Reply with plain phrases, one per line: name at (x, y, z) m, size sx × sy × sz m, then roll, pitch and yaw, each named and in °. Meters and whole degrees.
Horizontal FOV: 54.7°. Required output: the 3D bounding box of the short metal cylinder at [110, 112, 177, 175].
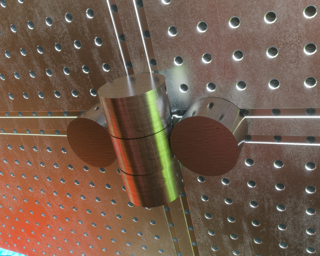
short metal cylinder at (-0.019, 0.016, 0.393) m, size 0.080 × 0.080 × 0.050 m, roll 2°, pitch 119°, yaw 27°

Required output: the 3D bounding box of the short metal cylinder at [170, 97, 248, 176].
short metal cylinder at (0.059, 0.010, 0.368) m, size 0.080 × 0.050 × 0.079 m, roll 13°, pitch 124°, yaw 20°

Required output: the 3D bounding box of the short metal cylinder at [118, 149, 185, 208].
short metal cylinder at (-0.010, 0.061, 0.417) m, size 0.080 × 0.080 × 0.050 m, roll 1°, pitch 119°, yaw 27°

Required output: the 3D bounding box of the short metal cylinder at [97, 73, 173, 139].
short metal cylinder at (-0.028, -0.029, 0.370) m, size 0.080 × 0.080 × 0.050 m, roll 3°, pitch 120°, yaw 26°

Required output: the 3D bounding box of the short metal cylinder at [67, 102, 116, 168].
short metal cylinder at (-0.084, 0.010, 0.442) m, size 0.080 × 0.050 × 0.079 m, roll 13°, pitch 124°, yaw 20°
